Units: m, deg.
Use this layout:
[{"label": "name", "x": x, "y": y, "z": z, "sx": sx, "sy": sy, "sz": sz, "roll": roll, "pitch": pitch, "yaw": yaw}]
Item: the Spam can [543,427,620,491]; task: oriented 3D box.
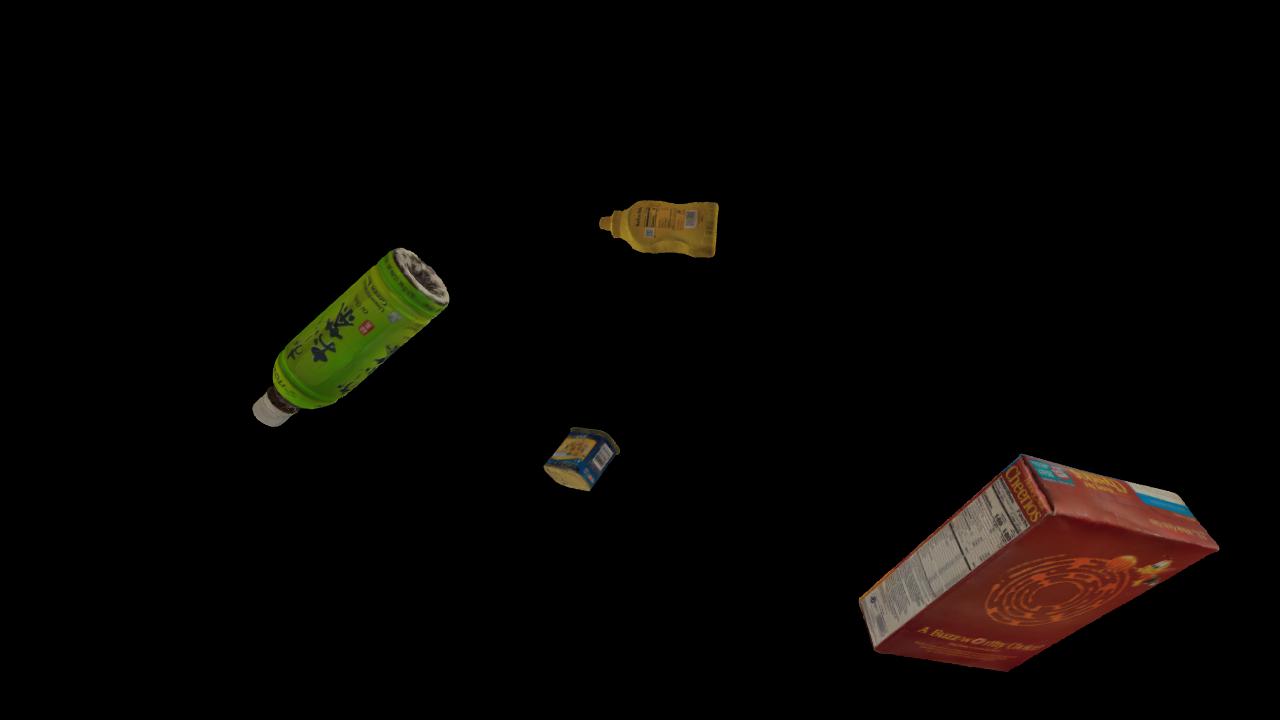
[{"label": "Spam can", "x": -0.097, "y": 0.162, "z": 1.008, "sx": 0.101, "sy": 0.058, "sz": 0.085, "roll": -2, "pitch": 41, "yaw": 46}]

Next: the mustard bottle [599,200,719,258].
[{"label": "mustard bottle", "x": 0.027, "y": -0.207, "z": 0.954, "sx": 0.184, "sy": 0.092, "sz": 0.054, "roll": 4, "pitch": -19, "yaw": 6}]

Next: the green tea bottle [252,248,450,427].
[{"label": "green tea bottle", "x": -0.276, "y": -0.013, "z": 0.573, "sx": 0.212, "sy": 0.073, "sz": 0.073, "roll": -39, "pitch": -8, "yaw": 10}]

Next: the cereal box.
[{"label": "cereal box", "x": 0.420, "y": 0.242, "z": 0.689, "sx": 0.203, "sy": 0.306, "sz": 0.081, "roll": 13, "pitch": 39, "yaw": -12}]
